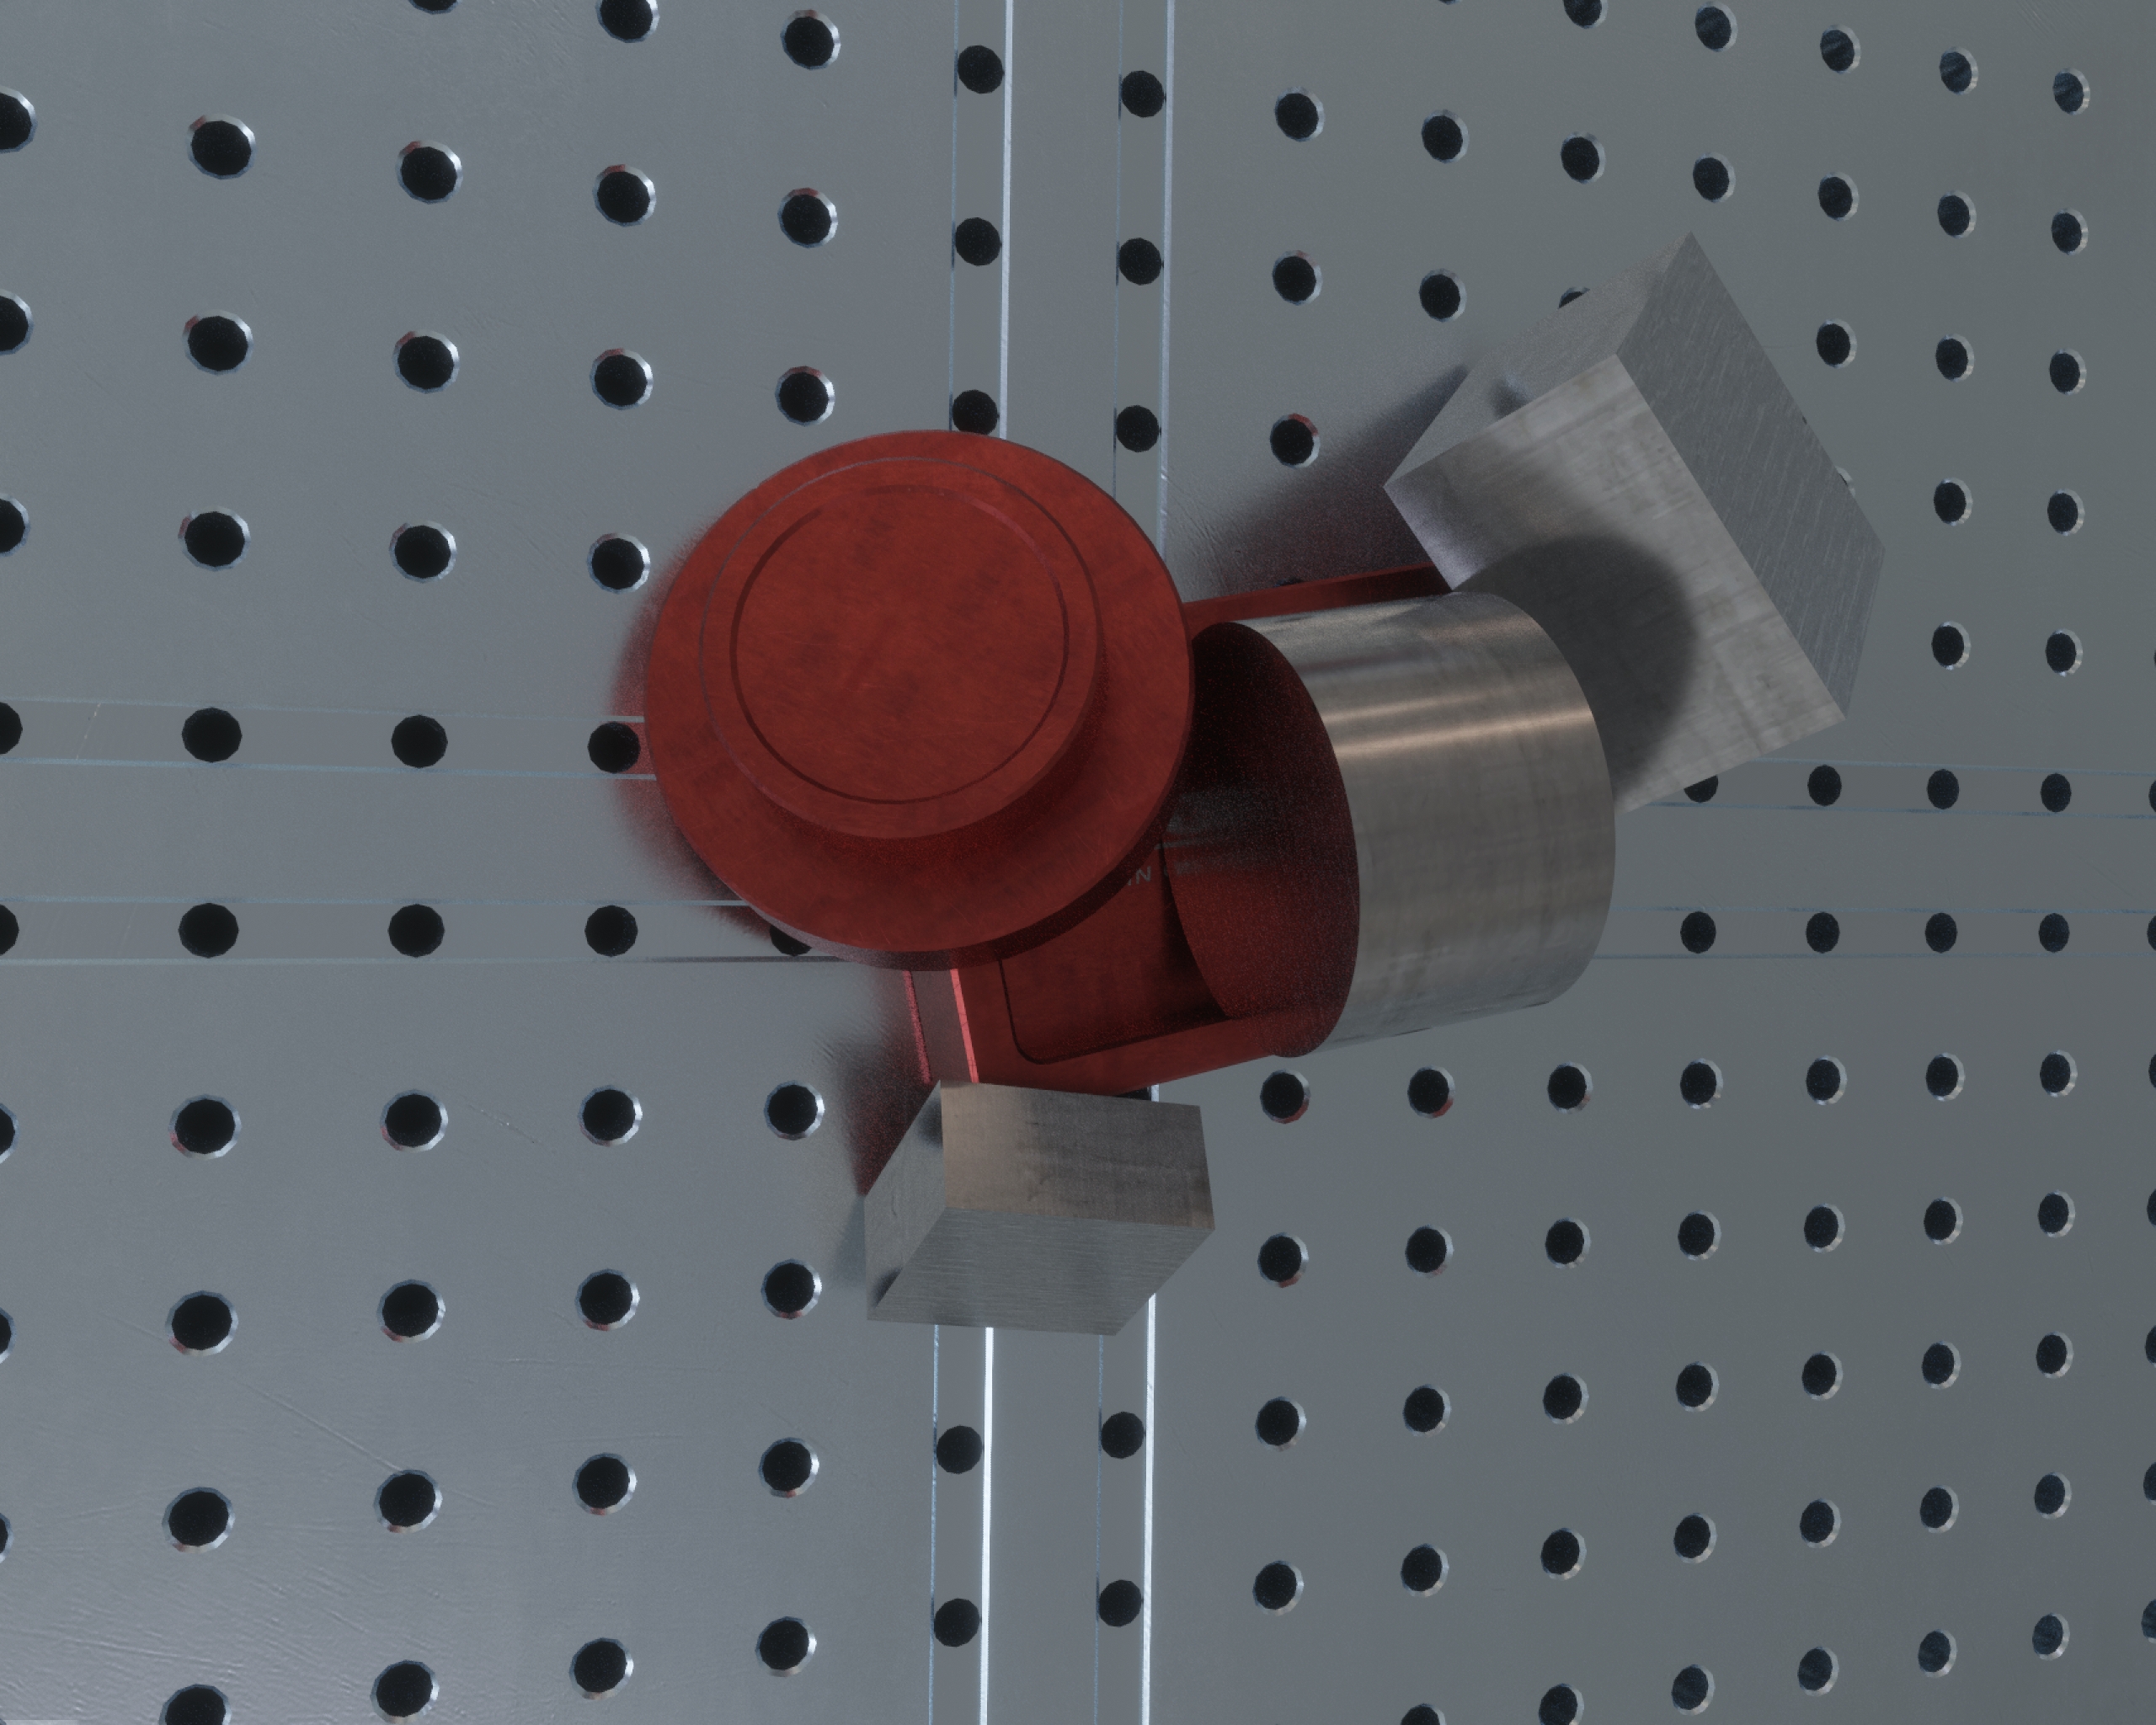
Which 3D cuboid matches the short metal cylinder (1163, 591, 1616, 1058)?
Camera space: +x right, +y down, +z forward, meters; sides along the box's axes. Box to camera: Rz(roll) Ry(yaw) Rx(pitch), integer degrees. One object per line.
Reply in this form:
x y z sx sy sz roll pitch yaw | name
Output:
0.054 -0.008 0.386 0.050 0.080 0.079 -10 94 -21 | short metal cylinder

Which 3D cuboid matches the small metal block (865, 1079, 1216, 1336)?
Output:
-0.009 0.066 0.390 0.050 0.050 0.025 8 53 -19 | small metal block

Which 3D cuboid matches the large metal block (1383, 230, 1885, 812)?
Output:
0.114 -0.068 0.417 0.080 0.050 0.080 53 38 -13 | large metal block

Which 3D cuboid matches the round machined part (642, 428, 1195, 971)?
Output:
-0.029 -0.032 0.369 0.099 0.042 0.098 -1 76 3 | round machined part

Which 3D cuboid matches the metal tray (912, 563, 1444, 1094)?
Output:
0.029 -0.007 0.418 0.131 0.030 0.089 -12 94 -20 | metal tray
